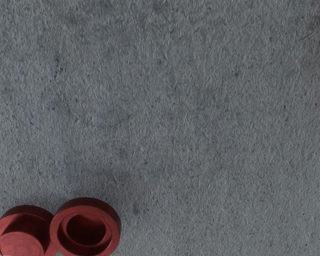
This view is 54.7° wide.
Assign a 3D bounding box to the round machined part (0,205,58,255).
[{"bbox_3d":[-0.200,0.168,0.461,0.099,0.042,0.097,0,110,0],"label":"round machined part"}]

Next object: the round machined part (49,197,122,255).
[{"bbox_3d":[-0.105,0.142,0.452,0.099,0.042,0.097,0,110,0],"label":"round machined part"}]
